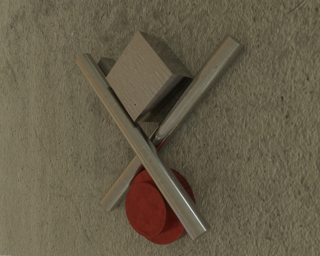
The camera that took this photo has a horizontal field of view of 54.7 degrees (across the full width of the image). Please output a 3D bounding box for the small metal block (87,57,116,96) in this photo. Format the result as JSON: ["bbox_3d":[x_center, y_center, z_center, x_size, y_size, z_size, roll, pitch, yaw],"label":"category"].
[{"bbox_3d":[-0.078,-0.071,0.470,0.050,0.025,0.050,50,119,28],"label":"small metal block"}]

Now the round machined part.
[{"bbox_3d":[-0.006,0.101,0.398,0.098,0.042,0.097,0,90,39],"label":"round machined part"}]

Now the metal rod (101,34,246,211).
[{"bbox_3d":[0.002,0.010,0.405,0.025,0.025,0.298,52,120,27],"label":"metal rod"}]

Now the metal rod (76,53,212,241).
[{"bbox_3d":[-0.034,0.006,0.399,0.025,0.025,0.300,-51,61,28],"label":"metal rod"}]

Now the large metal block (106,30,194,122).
[{"bbox_3d":[-0.014,-0.064,0.401,0.080,0.050,0.080,-49,61,28],"label":"large metal block"}]
